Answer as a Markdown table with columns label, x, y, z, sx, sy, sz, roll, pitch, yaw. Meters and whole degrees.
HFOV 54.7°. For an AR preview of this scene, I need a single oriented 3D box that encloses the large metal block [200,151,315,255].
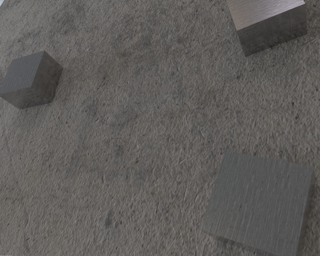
| label | x | y | z | sx | sy | sz | roll | pitch | yaw |
| --- | --- | --- | --- | --- | --- | --- | --- | --- | --- |
| large metal block | 0.095 | 0.074 | 0.293 | 0.080 | 0.050 | 0.080 | 9 | 66 | 32 |

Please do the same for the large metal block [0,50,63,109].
| label | x | y | z | sx | sy | sz | roll | pitch | yaw |
| --- | --- | --- | --- | --- | --- | --- | --- | --- | --- |
| large metal block | -0.234 | -0.086 | 0.564 | 0.080 | 0.050 | 0.080 | -8 | 58 | 24 |

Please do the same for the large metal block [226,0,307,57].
| label | x | y | z | sx | sy | sz | roll | pitch | yaw |
| --- | --- | --- | --- | --- | --- | --- | --- | --- | --- |
| large metal block | 0.137 | -0.153 | 0.409 | 0.080 | 0.050 | 0.080 | -18 | 55 | 17 |
